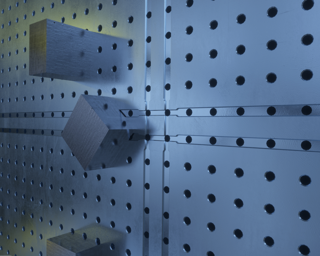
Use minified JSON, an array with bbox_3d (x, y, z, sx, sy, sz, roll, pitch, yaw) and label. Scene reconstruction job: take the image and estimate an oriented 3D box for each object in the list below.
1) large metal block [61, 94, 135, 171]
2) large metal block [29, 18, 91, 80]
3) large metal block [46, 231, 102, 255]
[{"bbox_3d":[-0.096,0.006,0.470,0.080,0.050,0.080,48,118,29],"label":"large metal block"},{"bbox_3d":[-0.161,-0.123,0.504,0.050,0.081,0.079,1,91,40],"label":"large metal block"},{"bbox_3d":[-0.141,0.225,0.507,0.080,0.050,0.079,3,92,39],"label":"large metal block"}]
